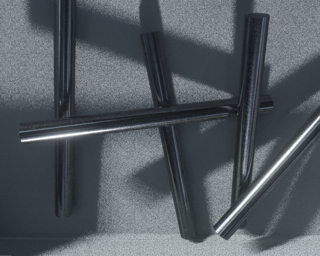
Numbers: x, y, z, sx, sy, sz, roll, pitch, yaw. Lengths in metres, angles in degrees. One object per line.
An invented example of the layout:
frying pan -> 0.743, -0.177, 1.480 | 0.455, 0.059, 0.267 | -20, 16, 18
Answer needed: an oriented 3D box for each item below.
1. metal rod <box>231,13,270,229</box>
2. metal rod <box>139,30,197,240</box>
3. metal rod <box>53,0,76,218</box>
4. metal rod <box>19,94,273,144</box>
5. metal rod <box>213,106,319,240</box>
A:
metal rod -> 0.107, 0.014, 0.389 | 0.025, 0.025, 0.298 | -4, 121, 1
metal rod -> 0.016, 0.024, 0.419 | 0.025, 0.025, 0.298 | -10, 110, 4
metal rod -> -0.125, -0.014, 0.404 | 0.025, 0.025, 0.298 | 6, 110, -2
metal rod -> -0.007, -0.013, 0.375 | 0.302, 0.025, 0.025 | -7, 111, -10
metal rod -> 0.175, 0.025, 0.397 | 0.025, 0.025, 0.299 | 38, 96, -13
